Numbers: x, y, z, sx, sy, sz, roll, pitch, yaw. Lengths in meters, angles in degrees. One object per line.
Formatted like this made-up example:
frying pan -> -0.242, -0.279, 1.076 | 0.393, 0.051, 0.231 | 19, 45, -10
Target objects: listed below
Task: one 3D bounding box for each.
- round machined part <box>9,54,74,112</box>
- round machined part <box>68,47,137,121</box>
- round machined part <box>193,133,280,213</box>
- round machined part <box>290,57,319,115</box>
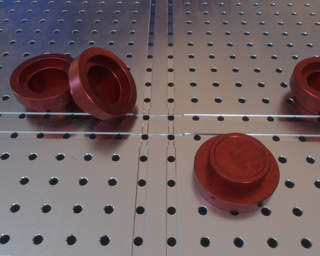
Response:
round machined part -> -0.158, -0.061, 0.447 | 0.099, 0.042, 0.098 | 0, 50, 0
round machined part -> -0.081, -0.055, 0.420 | 0.042, 0.098, 0.098 | -24, 38, 37
round machined part -> 0.089, 0.044, 0.360 | 0.099, 0.042, 0.098 | 0, 50, 0
round machined part -> 0.236, -0.056, 0.445 | 0.099, 0.042, 0.098 | 0, 50, 0
